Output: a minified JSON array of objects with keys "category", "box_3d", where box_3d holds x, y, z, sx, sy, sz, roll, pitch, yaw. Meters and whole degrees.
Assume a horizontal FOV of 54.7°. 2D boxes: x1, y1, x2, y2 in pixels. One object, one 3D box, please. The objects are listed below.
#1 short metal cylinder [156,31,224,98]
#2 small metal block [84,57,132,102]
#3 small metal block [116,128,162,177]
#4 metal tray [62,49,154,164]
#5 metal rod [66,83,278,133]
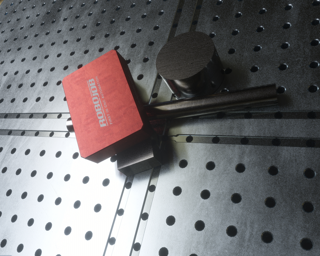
[{"category":"short metal cylinder","box_3d":[0.041,-0.083,0.420,0.080,0.050,0.080,-13,56,20]},{"category":"small metal block","box_3d":[-0.080,-0.074,0.477,0.050,0.050,0.025,-28,53,10]},{"category":"small metal block","box_3d":[-0.029,0.029,0.403,0.050,0.025,0.050,-21,54,15]},{"category":"metal tray","box_3d":[-0.073,-0.030,0.410,0.090,0.030,0.130,-27,64,11]},{"category":"metal rod","box_3d":[0.000,-0.022,0.421,0.301,0.025,0.025,-7,59,23]}]
